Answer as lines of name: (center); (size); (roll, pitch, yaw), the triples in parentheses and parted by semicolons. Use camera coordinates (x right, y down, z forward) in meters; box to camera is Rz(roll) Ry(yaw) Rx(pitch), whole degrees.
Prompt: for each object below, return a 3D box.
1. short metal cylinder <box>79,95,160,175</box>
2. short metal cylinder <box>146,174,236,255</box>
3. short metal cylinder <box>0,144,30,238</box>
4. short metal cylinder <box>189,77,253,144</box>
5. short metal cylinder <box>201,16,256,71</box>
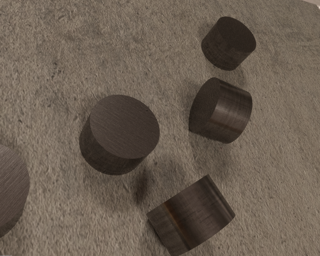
short metal cylinder: (-0.047, 0.008, 0.358); (0.081, 0.050, 0.080); (14, 56, -21)
short metal cylinder: (0.032, 0.092, 0.331); (0.081, 0.080, 0.050); (-24, 75, -37)
short metal cylinder: (-0.159, 0.057, 0.268); (0.081, 0.050, 0.080); (14, 56, -21)
short metal cylinder: (0.082, -0.024, 0.429); (0.050, 0.080, 0.080); (20, 54, -17)
short metal cylinder: (0.121, -0.148, 0.546); (0.081, 0.050, 0.080); (14, 56, -21)
